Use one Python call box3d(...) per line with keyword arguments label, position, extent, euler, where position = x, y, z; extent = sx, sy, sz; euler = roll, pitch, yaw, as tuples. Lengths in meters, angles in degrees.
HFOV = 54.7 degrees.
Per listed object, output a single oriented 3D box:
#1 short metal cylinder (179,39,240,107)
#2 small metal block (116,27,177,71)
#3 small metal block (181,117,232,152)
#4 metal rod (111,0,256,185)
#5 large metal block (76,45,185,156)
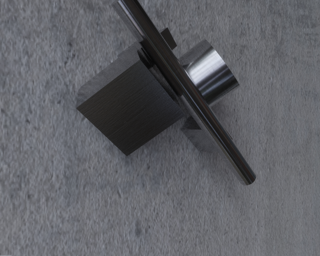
box3d(label="short metal cylinder", position=(0.063, -0.072, 0.417), extent=(0.050, 0.080, 0.080), euler=(-37, 121, 12))
box3d(label="small metal block", position=(-0.016, -0.094, 0.378), extent=(0.050, 0.050, 0.025), euler=(-46, 118, -30))
box3d(label="small metal block", position=(0.067, 0.009, 0.445), extent=(0.050, 0.050, 0.025), euler=(48, 61, -30))
box3d(label="metal rod", position=(0.045, -0.029, 0.381), extent=(0.300, 0.025, 0.025), euler=(51, 60, -28))
box3d(label="large metal block", position=(-0.032, -0.029, 0.341), extent=(0.080, 0.050, 0.080), euler=(-36, 121, 10))
